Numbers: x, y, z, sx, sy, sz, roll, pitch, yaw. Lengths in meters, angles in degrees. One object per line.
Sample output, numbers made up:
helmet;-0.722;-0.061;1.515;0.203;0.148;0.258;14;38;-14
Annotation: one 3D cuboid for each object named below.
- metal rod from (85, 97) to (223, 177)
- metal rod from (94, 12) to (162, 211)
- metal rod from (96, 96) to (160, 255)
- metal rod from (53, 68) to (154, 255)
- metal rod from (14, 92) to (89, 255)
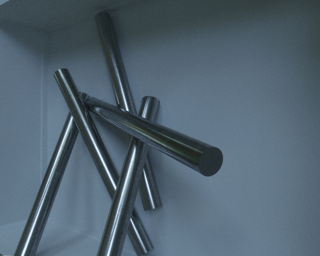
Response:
metal rod;-0.034;-0.005;0.374;0.300;0.025;0.025;23;106;57
metal rod;-0.049;-0.032;0.447;0.025;0.025;0.299;-26;74;37
metal rod;-0.044;0.093;0.350;0.025;0.025;0.300;-12;53;39
metal rod;-0.088;0.041;0.457;0.025;0.025;0.299;-37;74;34
metal rod;-0.157;0.078;0.449;0.025;0.025;0.300;-12;55;39
